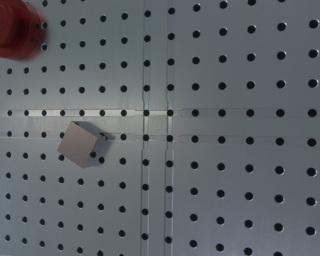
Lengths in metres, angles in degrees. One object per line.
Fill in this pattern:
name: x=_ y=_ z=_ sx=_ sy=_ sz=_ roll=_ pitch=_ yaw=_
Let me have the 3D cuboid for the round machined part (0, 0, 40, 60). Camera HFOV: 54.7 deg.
round machined part: x=-0.244 y=-0.160 z=0.490 sx=0.098 sy=0.042 sz=0.097 roll=0 pitch=90 yaw=20

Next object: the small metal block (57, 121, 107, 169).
small metal block: x=-0.114 y=0.024 z=0.453 sx=0.050 sy=0.025 sz=0.050 roll=31 pitch=100 yaw=17
